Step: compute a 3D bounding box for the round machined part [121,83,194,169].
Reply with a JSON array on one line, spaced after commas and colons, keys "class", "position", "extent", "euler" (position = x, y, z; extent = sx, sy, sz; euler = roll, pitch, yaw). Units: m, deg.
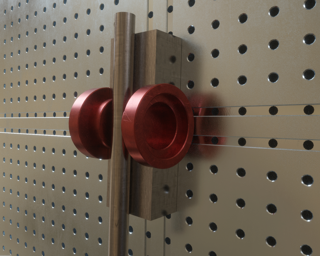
[{"class": "round machined part", "position": [-0.007, -0.003, 0.367], "extent": [0.042, 0.099, 0.097], "euler": [3, 92, 45]}]

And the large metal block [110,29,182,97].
[{"class": "large metal block", "position": [-0.020, -0.078, 0.409], "extent": [0.080, 0.050, 0.079], "euler": [3, 92, 40]}]

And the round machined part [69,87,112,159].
[{"class": "round machined part", "position": [-0.068, -0.006, 0.417], "extent": [0.042, 0.099, 0.097], "euler": [3, 92, 40]}]

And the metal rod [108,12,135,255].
[{"class": "metal rod", "position": [-0.048, 0.011, 0.383], "extent": [0.025, 0.025, 0.298], "euler": [3, 92, 40]}]

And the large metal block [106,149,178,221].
[{"class": "large metal block", "position": [-0.024, 0.069, 0.413], "extent": [0.080, 0.050, 0.079], "euler": [4, 93, 40]}]
